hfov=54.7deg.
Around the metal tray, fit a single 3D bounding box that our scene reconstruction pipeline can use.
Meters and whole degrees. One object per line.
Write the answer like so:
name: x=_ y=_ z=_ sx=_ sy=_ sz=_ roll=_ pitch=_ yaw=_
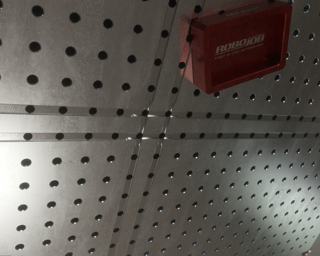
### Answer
metal tray: x=0.106 y=-0.105 z=0.402 sx=0.131 sy=0.030 sz=0.089 roll=-20 pitch=126 yaw=-17
